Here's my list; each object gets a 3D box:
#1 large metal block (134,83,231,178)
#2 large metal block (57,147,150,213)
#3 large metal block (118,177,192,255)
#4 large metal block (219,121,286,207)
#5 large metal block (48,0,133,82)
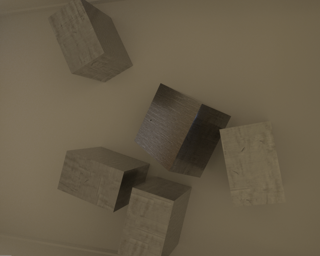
[{"bbox_3d":[0.024,0.001,0.369,0.080,0.050,0.080,35,103,50],"label":"large metal block"},{"bbox_3d":[-0.070,0.062,0.405,0.080,0.080,0.050,17,96,19],"label":"large metal block"},{"bbox_3d":[-0.003,0.111,0.382,0.050,0.080,0.079,14,95,19],"label":"large metal block"},{"bbox_3d":[0.104,0.036,0.344,0.050,0.080,0.080,-11,87,19],"label":"large metal block"},{"bbox_3d":[-0.089,-0.113,0.411,0.050,0.080,0.080,-27,81,18],"label":"large metal block"}]
